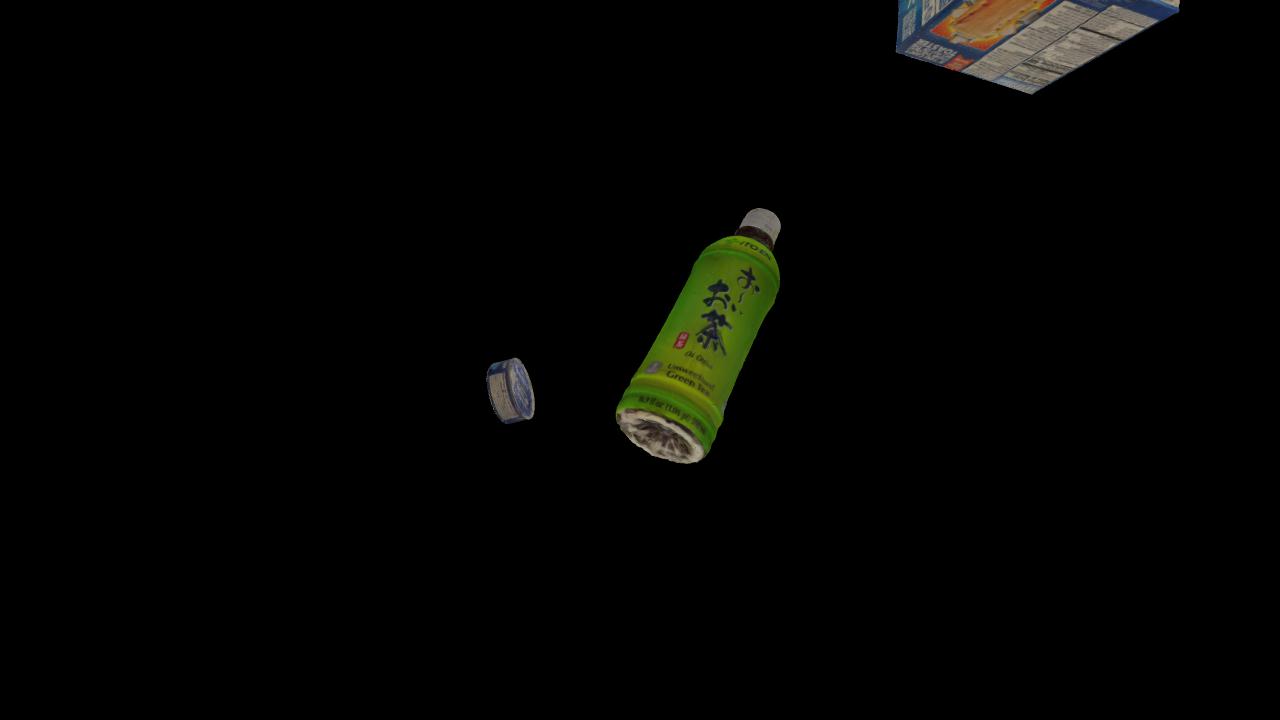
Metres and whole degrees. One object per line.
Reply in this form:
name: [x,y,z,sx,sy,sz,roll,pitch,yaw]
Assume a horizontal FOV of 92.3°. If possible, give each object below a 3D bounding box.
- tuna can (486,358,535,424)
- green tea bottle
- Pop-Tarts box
tuna can: [-0.169,0.041,0.808,0.034,0.084,0.084,-14,-2,7]
green tea bottle: [0.055,-0.030,0.453,0.073,0.212,0.073,21,-27,11]
Pop-Tarts box: [0.345,-0.327,0.548,0.167,0.083,0.141,9,-7,-14]
